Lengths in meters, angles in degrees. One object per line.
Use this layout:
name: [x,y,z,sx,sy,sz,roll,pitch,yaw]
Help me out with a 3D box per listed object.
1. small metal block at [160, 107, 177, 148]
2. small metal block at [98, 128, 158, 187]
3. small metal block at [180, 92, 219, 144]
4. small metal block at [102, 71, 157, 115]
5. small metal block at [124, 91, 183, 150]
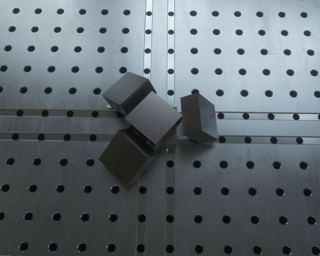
small metal block: [-0.003,-0.001,0.412,0.050,0.025,0.050,1,73,0]
small metal block: [-0.040,0.036,0.385,0.050,0.025,0.050,43,113,14]
small metal block: [0.051,-0.011,0.400,0.025,0.050,0.050,-15,67,30]
small metal block: [-0.041,-0.046,0.415,0.050,0.025,0.050,-45,40,-15]
small metal block: [-0.008,-0.009,0.388,0.050,0.025,0.050,40,74,12]
